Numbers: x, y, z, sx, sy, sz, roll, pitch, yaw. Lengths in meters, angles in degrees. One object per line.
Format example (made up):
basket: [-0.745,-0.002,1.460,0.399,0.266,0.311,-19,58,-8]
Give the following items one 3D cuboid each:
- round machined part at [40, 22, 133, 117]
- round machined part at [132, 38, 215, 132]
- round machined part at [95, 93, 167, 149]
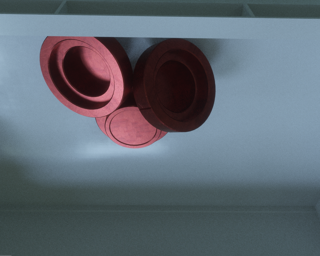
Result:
round machined part: [-0.073,-0.063,0.329,0.098,0.042,0.097,12,126,17]
round machined part: [0.011,-0.044,0.337,0.098,0.098,0.042,41,155,-29]
round machined part: [-0.032,-0.012,0.387,0.099,0.042,0.097,0,130,0]
